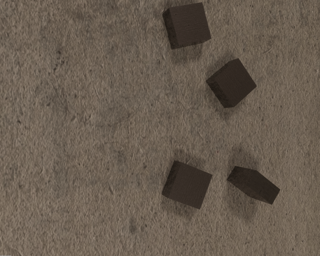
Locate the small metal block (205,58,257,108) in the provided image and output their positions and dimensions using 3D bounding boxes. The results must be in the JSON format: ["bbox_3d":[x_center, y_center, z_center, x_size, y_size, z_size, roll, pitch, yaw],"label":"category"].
[{"bbox_3d":[0.103,-0.064,0.449,0.050,0.025,0.050,-41,103,-16],"label":"small metal block"}]

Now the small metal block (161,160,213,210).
[{"bbox_3d":[0.037,0.077,0.424,0.050,0.025,0.050,24,82,-19],"label":"small metal block"}]

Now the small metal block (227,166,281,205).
[{"bbox_3d":[0.134,0.082,0.447,0.050,0.050,0.025,37,78,-17],"label":"small metal block"}]

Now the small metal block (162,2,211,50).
[{"bbox_3d":[0.037,-0.139,0.424,0.050,0.025,0.050,-17,96,-20],"label":"small metal block"}]
